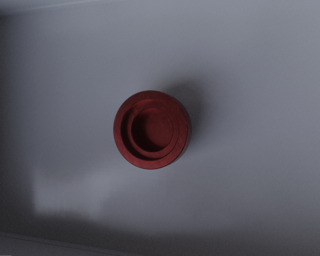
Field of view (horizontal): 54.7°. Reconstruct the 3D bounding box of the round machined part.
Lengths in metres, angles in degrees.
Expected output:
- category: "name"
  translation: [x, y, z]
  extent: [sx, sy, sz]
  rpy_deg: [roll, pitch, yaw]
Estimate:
- category: "round machined part"
  translation: [-0.007, 0.002, 0.399]
  extent: [0.098, 0.042, 0.097]
  rpy_deg: [0, 90, 19]
